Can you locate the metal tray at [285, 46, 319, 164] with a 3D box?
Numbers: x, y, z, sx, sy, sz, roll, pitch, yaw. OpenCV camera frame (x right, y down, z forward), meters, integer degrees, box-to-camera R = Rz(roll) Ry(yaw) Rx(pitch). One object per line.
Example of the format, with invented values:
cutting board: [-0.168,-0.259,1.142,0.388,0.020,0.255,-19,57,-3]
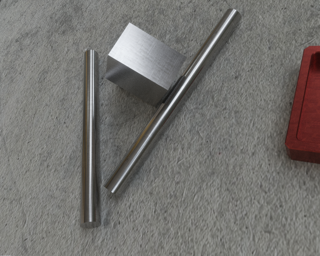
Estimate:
metal tray: [0.188,-0.025,0.317,0.090,0.030,0.130,7,65,31]

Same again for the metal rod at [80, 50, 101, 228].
metal rod: [-0.102,-0.005,0.458,0.025,0.025,0.299,-20,54,16]

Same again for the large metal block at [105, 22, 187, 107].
large metal block: [-0.022,-0.078,0.405,0.080,0.080,0.050,30,75,-6]

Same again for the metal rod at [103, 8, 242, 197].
metal rod: [0.023,-0.042,0.416,0.025,0.025,0.300,26,75,36]

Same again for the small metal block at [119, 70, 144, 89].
small metal block: [-0.038,-0.088,0.476,0.050,0.025,0.050,4,63,29]
